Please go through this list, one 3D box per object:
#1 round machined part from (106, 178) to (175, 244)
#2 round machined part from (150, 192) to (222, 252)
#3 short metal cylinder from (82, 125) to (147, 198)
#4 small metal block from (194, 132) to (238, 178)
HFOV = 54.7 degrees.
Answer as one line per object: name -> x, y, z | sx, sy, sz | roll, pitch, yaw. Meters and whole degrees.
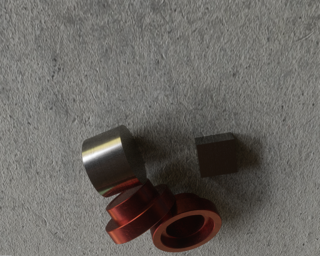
round machined part -> -0.032, 0.103, 0.410 | 0.098, 0.098, 0.042 | -34, 94, 11
round machined part -> 0.033, 0.129, 0.437 | 0.099, 0.042, 0.097 | -9, 130, -10
short metal cylinder -> -0.056, 0.042, 0.395 | 0.050, 0.080, 0.080 | -22, 109, 8
small metal block -> 0.077, 0.037, 0.425 | 0.050, 0.025, 0.050 | -9, 110, 3
